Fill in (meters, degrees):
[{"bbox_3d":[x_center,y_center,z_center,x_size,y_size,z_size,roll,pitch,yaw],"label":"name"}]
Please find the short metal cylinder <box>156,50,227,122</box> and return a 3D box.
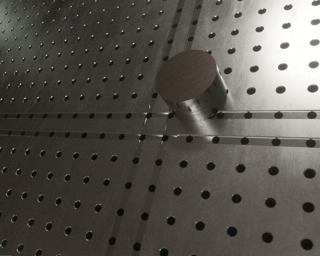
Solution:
[{"bbox_3d":[0.041,-0.054,0.403,0.080,0.050,0.080,-13,56,20],"label":"short metal cylinder"}]
